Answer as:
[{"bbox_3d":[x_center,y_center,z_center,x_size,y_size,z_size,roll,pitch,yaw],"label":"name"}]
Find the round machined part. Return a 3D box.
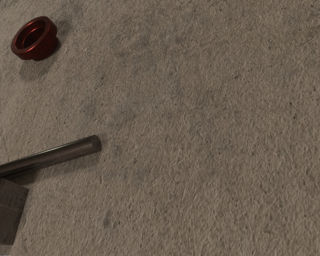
[{"bbox_3d":[-0.248,-0.175,0.627,0.098,0.042,0.098,-13,56,20],"label":"round machined part"}]

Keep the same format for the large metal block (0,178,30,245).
[{"bbox_3d":[-0.246,0.120,0.440,0.080,0.050,0.080,-9,58,23],"label":"large metal block"}]

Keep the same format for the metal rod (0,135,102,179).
[{"bbox_3d":[-0.226,0.063,0.480,0.301,0.025,0.025,-17,55,18],"label":"metal rod"}]
